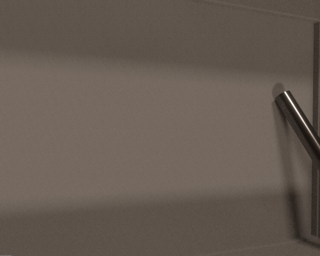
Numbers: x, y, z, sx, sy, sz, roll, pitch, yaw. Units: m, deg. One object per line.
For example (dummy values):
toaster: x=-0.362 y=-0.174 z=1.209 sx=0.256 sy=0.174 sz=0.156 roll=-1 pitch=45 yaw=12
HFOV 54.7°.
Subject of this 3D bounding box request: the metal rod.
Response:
metal rod: x=0.249 y=0.077 z=0.436 sx=0.025 sy=0.025 sz=0.299 roll=-17 pitch=69 yaw=-20
